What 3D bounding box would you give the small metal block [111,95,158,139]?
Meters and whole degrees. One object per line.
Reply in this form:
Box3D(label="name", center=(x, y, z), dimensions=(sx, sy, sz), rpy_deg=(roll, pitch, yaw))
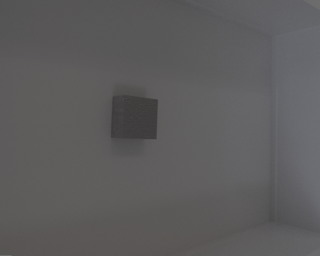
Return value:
Box3D(label="small metal block", center=(-0.031, -0.012, 0.380), dimensions=(0.050, 0.025, 0.050), rpy_deg=(3, 88, -40))
